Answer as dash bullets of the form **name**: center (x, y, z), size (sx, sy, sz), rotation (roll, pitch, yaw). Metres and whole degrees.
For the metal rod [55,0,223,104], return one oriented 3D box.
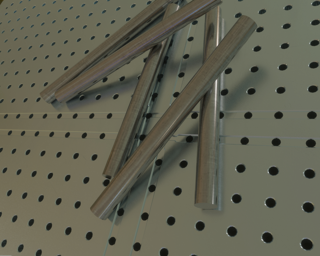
- **metal rod**: center (-0.045, -0.117, 0.475), size (0.300, 0.025, 0.025), rotation (-27, 52, 21)

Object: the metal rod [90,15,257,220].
- **metal rod**: center (0.017, -0.012, 0.381), size (0.300, 0.025, 0.025), rotation (-52, 52, 0)

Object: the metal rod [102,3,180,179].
- **metal rod**: center (-0.020, -0.067, 0.457), size (0.025, 0.025, 0.300), rotation (4, 64, 30)

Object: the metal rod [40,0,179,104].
- **metal rod**: center (-0.084, -0.145, 0.538), size (0.300, 0.025, 0.025), rotation (-38, 51, 2)

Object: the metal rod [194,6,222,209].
- **metal rod**: center (0.065, -0.047, 0.401), size (0.025, 0.025, 0.299), rotation (-7, 58, 24)
